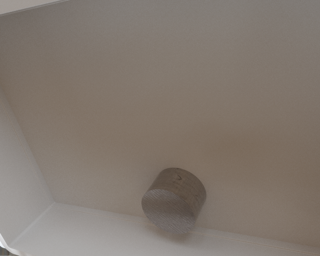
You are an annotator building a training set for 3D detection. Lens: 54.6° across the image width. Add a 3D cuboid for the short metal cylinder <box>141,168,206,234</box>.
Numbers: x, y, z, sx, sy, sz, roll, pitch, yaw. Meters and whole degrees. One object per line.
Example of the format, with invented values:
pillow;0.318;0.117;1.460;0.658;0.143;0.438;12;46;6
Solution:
short metal cylinder;0.021;0.104;0.447;0.080;0.050;0.080;13;124;21
